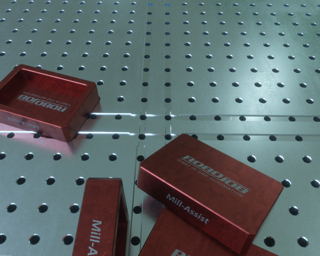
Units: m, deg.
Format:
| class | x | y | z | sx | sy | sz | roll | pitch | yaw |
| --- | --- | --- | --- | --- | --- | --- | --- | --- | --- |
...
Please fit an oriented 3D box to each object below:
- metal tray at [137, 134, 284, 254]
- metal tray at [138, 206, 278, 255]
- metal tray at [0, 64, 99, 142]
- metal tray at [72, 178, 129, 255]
| class | x | y | z | sx | sy | sz | roll | pitch | yaw |
| --- | --- | --- | --- | --- | --- | --- | --- | --- | --- |
| metal tray | 0.052 | 0.061 | 0.331 | 0.130 | 0.030 | 0.091 | 28 | 36 | 25 |
| metal tray | 0.044 | 0.141 | 0.287 | 0.130 | 0.030 | 0.090 | 21 | 53 | 16 |
| metal tray | -0.164 | -0.039 | 0.434 | 0.131 | 0.030 | 0.090 | 15 | 52 | 12 |
| metal tray | -0.050 | 0.119 | 0.264 | 0.030 | 0.089 | 0.130 | 1 | 50 | 0 |
